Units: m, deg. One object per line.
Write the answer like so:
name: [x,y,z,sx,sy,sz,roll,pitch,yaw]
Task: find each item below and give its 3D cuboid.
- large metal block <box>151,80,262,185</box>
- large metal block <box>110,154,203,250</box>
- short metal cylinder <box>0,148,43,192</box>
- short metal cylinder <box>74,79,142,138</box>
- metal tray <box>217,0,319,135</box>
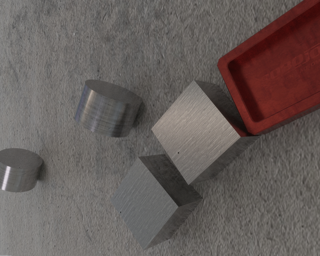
large metal block: [0.049,0.005,0.348,0.080,0.050,0.080,-49,61,29]
large metal block: [-0.007,0.091,0.394,0.080,0.050,0.080,48,118,29]
short metal cylinder: [-0.274,0.080,0.595,0.080,0.081,0.050,33,110,35]
short metal cylinder: [-0.071,-0.028,0.428,0.080,0.081,0.050,35,112,34]
metal tray: [0.129,-0.059,0.295,0.130,0.030,0.090,-32,70,35]
